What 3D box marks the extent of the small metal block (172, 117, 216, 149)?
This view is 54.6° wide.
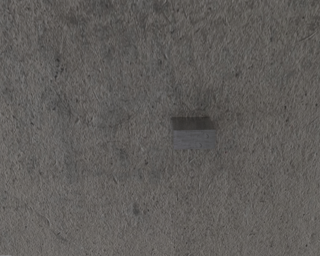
[{"bbox_3d":[0.042,0.005,0.399,0.050,0.050,0.025,-1,110,0],"label":"small metal block"}]
